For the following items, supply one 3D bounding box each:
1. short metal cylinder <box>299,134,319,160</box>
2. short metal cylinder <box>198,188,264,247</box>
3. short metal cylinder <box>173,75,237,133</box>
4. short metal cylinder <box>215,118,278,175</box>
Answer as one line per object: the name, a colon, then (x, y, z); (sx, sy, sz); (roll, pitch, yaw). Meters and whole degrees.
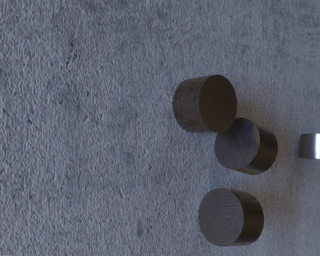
short metal cylinder: (0.338, 0.042, 0.652); (0.081, 0.080, 0.050); (11, 84, -40)
short metal cylinder: (0.104, 0.131, 0.456); (0.050, 0.080, 0.080); (17, 79, -39)
short metal cylinder: (0.065, -0.033, 0.443); (0.081, 0.050, 0.080); (0, 90, -40)
short metal cylinder: (0.132, 0.029, 0.480); (0.050, 0.080, 0.080); (20, 78, -39)
